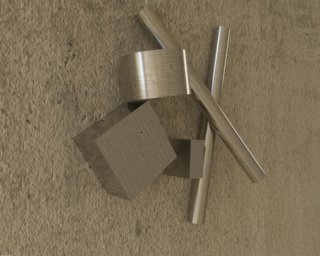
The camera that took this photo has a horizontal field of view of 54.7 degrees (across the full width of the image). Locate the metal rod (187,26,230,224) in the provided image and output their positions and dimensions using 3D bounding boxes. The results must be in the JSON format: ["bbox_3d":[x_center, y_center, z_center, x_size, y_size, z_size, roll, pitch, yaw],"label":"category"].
[{"bbox_3d":[0.075,-0.009,0.470,0.025,0.025,0.298,15,80,-39],"label":"metal rod"}]

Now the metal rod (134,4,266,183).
[{"bbox_3d":[0.065,-0.036,0.435,0.300,0.025,0.025,52,59,-18],"label":"metal rod"}]

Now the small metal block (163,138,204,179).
[{"bbox_3d":[0.031,0.040,0.417,0.025,0.050,0.050,4,88,-40],"label":"small metal block"}]

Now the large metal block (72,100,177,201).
[{"bbox_3d":[-0.038,0.024,0.358,0.080,0.050,0.080,-41,115,-33],"label":"large metal block"}]

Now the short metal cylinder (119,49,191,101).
[{"bbox_3d":[-0.005,-0.061,0.366,0.081,0.080,0.050,-11,97,-40],"label":"short metal cylinder"}]
